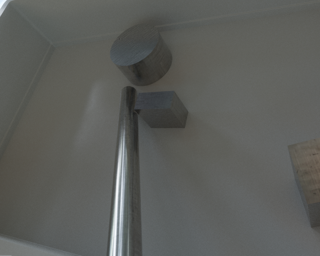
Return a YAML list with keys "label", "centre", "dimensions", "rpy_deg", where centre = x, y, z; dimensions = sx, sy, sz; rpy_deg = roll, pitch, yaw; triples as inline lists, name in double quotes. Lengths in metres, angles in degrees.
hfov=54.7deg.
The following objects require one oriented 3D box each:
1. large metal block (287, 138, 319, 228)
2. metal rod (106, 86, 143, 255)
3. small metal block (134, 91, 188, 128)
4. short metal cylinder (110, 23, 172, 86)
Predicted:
- label: "large metal block"
  centre: [0.160, 0.043, 0.260]
  dimensions: [0.080, 0.080, 0.050]
  rpy_deg: [-17, 55, 18]
- label: "metal rod"
  centre: [-0.035, 0.023, 0.332]
  dimensions: [0.025, 0.025, 0.300]
  rpy_deg: [-28, 28, 11]
- label: "small metal block"
  centre: [0.003, -0.023, 0.401]
  dimensions: [0.050, 0.050, 0.025]
  rpy_deg: [0, 62, 28]
- label: "short metal cylinder"
  centre: [-0.028, -0.111, 0.471]
  dimensions: [0.080, 0.050, 0.080]
  rpy_deg: [-13, 56, 20]
